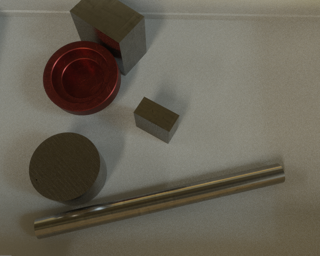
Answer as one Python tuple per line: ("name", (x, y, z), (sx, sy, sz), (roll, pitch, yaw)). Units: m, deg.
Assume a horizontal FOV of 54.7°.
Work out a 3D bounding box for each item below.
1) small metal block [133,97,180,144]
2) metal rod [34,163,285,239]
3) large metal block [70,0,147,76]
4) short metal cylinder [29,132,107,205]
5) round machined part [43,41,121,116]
("small metal block", (-0.004, -0.009, 0.400), (0.050, 0.050, 0.025), (29, 73, 9))
("metal rod", (0.004, 0.088, 0.377), (0.302, 0.025, 0.025), (-12, 71, -5))
("large metal block", (-0.067, -0.130, 0.427), (0.080, 0.080, 0.050), (35, 74, 11))
("short metal cylinder", (-0.109, 0.051, 0.376), (0.081, 0.050, 0.080), (0, 70, 0))
("round machined part", (-0.101, -0.064, 0.418), (0.099, 0.042, 0.098), (-1, 77, 3))
